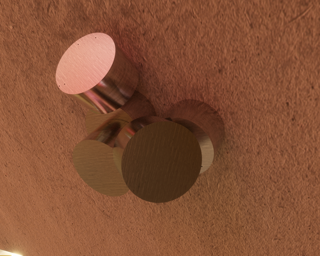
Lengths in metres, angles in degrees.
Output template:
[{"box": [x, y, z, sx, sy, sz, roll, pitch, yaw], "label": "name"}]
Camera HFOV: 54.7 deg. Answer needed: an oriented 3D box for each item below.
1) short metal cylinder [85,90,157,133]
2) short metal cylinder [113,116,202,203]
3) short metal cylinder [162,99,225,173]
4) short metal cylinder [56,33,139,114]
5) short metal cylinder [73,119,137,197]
[{"box": [-0.051, -0.007, 0.412, 0.080, 0.050, 0.079, 13, 124, 20], "label": "short metal cylinder"}, {"box": [-0.004, 0.030, 0.318, 0.080, 0.080, 0.050, 61, 169, -16], "label": "short metal cylinder"}, {"box": [0.034, 0.011, 0.379, 0.080, 0.050, 0.079, 13, 124, 20], "label": "short metal cylinder"}, {"box": [-0.073, -0.063, 0.362, 0.080, 0.080, 0.050, 0, 157, 28], "label": "short metal cylinder"}, {"box": [-0.058, 0.036, 0.378, 0.080, 0.050, 0.079, 13, 124, 20], "label": "short metal cylinder"}]
